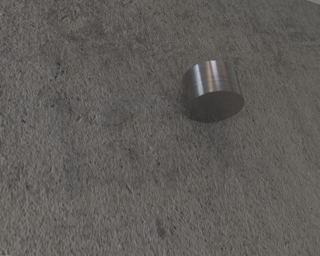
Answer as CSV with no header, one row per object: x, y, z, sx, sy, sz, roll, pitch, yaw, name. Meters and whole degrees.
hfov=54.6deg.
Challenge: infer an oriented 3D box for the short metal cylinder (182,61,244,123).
0.073,-0.049,0.437,0.081,0.080,0.050,9,58,-24,short metal cylinder
